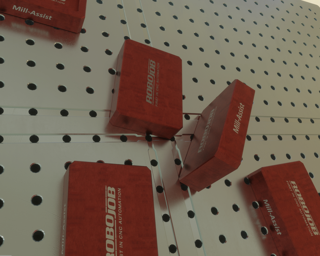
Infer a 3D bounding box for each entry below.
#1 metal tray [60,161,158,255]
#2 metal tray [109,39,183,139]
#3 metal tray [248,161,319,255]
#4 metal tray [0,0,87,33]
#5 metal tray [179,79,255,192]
[{"bbox_3d":[-0.051,0.102,0.315,0.091,0.030,0.130,8,58,-24],"label":"metal tray"},{"bbox_3d":[-0.015,-0.056,0.430,0.091,0.030,0.130,15,56,-20],"label":"metal tray"},{"bbox_3d":[0.189,0.115,0.435,0.091,0.030,0.130,-4,64,-30],"label":"metal tray"},{"bbox_3d":[-0.169,-0.190,0.429,0.131,0.030,0.090,10,57,-23],"label":"metal tray"},{"bbox_3d":[0.074,0.009,0.400,0.030,0.090,0.130,31,52,-9],"label":"metal tray"}]
